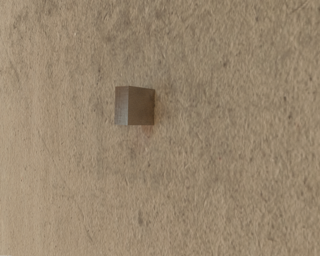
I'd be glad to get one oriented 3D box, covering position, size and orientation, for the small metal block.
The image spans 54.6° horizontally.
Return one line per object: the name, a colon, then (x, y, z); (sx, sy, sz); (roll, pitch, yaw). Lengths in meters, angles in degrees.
small metal block: (-0.033, -0.029, 0.417); (0.025, 0.050, 0.050); (3, 92, 40)
